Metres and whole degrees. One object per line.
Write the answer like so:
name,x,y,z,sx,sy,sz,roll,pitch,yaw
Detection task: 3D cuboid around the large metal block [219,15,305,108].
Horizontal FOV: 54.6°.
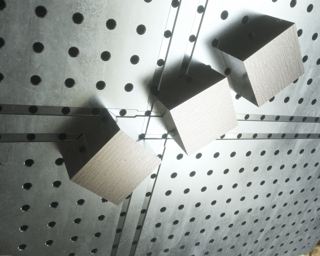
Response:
large metal block,0.138,-0.089,0.414,0.080,0.050,0.080,-37,129,-4

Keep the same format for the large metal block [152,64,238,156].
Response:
large metal block,0.048,-0.024,0.406,0.080,0.050,0.080,-31,129,-9

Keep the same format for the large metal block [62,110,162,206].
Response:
large metal block,-0.059,0.038,0.386,0.080,0.050,0.080,-45,129,3
